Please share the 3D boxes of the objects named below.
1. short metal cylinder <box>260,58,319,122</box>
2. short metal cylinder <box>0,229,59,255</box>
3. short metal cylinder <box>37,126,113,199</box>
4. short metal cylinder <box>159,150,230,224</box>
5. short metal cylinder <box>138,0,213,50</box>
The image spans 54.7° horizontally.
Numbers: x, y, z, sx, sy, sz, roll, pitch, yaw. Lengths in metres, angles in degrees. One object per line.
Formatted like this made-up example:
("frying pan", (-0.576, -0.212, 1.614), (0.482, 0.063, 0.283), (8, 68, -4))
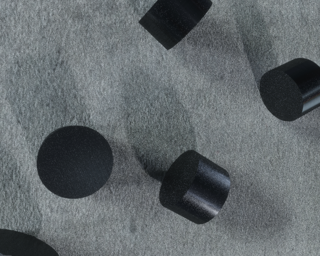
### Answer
("short metal cylinder", (0.194, -0.056, 0.453), (0.050, 0.080, 0.080), (-26, 99, -18))
("short metal cylinder", (-0.154, 0.147, 0.323), (0.080, 0.080, 0.050), (28, 81, -18))
("short metal cylinder", (-0.099, 0.037, 0.360), (0.081, 0.050, 0.079), (0, 90, -21))
("short metal cylinder", (0.043, 0.075, 0.397), (0.050, 0.080, 0.080), (33, 79, -18))
("short metal cylinder", (0.018, -0.145, 0.387), (0.050, 0.080, 0.080), (41, 77, -16))
